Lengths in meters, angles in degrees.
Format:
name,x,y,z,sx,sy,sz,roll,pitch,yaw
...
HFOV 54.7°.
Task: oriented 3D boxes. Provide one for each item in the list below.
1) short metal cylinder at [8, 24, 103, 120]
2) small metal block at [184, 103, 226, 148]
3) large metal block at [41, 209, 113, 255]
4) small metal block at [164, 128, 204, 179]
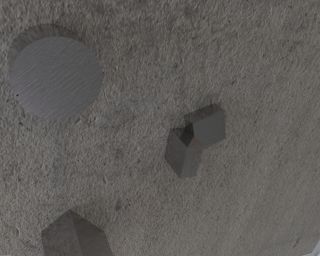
name,x,y,z,sx,sy,sz,roll,pitch,yaw
short metal cylinder,-0.102,-0.055,0.301,0.081,0.050,0.079,-14,124,-21
small metal block,0.065,-0.001,0.442,0.050,0.025,0.050,-23,127,-15
large metal block,-0.107,0.170,0.418,0.050,0.080,0.080,-40,130,-1
small metal block,0.032,0.034,0.429,0.025,0.050,0.050,-5,121,-26
